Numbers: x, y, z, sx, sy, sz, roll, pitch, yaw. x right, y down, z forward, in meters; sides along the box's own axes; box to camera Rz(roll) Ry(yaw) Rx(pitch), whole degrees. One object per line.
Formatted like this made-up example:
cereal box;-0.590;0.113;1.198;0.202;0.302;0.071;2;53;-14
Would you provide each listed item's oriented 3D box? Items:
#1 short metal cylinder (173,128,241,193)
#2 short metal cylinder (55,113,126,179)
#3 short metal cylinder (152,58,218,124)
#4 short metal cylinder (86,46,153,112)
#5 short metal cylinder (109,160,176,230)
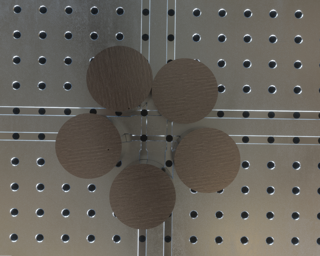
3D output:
short metal cylinder;0.057;0.039;0.400;0.081;0.050;0.079;0;91;-1
short metal cylinder;-0.086;0.022;0.400;0.081;0.050;0.079;0;90;0
short metal cylinder;0.030;-0.045;0.400;0.081;0.050;0.079;0;90;0
short metal cylinder;-0.049;-0.060;0.400;0.081;0.050;0.079;0;90;-1
short metal cylinder;-0.021;0.083;0.399;0.081;0.050;0.080;0;90;0
